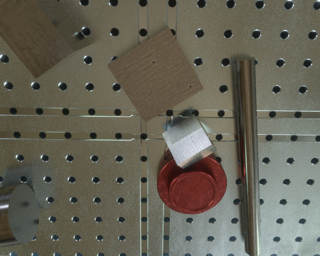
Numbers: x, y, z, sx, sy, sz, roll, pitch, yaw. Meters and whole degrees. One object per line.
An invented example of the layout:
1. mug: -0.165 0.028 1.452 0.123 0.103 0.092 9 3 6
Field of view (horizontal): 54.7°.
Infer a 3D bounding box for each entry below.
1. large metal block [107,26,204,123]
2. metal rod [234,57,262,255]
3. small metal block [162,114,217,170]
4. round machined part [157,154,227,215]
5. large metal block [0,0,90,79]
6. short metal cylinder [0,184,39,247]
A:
1. large metal block: -0.004 -0.066 0.376 0.080 0.050 0.080 -30 108 10
2. metal rod: 0.125 0.053 0.433 0.025 0.025 0.298 -8 110 3
3. small metal block: 0.038 0.018 0.405 0.050 0.050 0.025 -33 149 11
4. round machined part: 0.045 0.081 0.435 0.099 0.042 0.097 0 110 0
5. large metal block: -0.130 -0.109 0.343 0.050 0.080 0.080 -32 107 11
6. short metal cylinder: -0.210 0.121 0.427 0.050 0.080 0.079 -10 110 4
